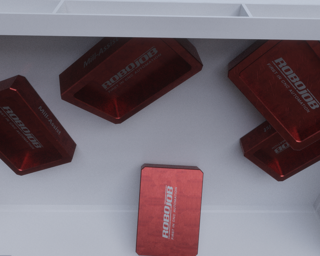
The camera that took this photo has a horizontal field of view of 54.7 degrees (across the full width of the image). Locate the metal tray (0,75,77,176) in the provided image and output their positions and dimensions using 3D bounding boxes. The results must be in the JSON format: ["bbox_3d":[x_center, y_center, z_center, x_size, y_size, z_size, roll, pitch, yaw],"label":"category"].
[{"bbox_3d":[-0.183,0.003,0.404,0.090,0.030,0.130,-16,129,13],"label":"metal tray"}]

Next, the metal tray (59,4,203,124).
[{"bbox_3d":[-0.031,-0.060,0.334,0.130,0.030,0.090,-32,145,24],"label":"metal tray"}]

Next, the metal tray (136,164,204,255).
[{"bbox_3d":[0.013,0.121,0.461,0.091,0.030,0.129,4,92,-4],"label":"metal tray"}]

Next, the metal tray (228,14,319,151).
[{"bbox_3d":[0.150,-0.046,0.344,0.130,0.030,0.090,45,118,-13],"label":"metal tray"}]

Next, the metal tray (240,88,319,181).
[{"bbox_3d":[0.188,0.013,0.419,0.090,0.030,0.130,34,122,-26],"label":"metal tray"}]
